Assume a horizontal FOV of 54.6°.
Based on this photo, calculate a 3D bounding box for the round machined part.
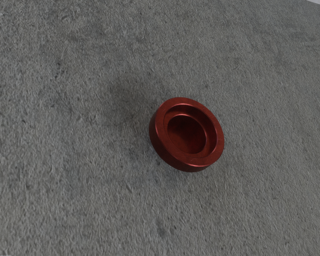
[{"bbox_3d":[0.031,0.012,0.402,0.099,0.042,0.098,13,56,-21],"label":"round machined part"}]
